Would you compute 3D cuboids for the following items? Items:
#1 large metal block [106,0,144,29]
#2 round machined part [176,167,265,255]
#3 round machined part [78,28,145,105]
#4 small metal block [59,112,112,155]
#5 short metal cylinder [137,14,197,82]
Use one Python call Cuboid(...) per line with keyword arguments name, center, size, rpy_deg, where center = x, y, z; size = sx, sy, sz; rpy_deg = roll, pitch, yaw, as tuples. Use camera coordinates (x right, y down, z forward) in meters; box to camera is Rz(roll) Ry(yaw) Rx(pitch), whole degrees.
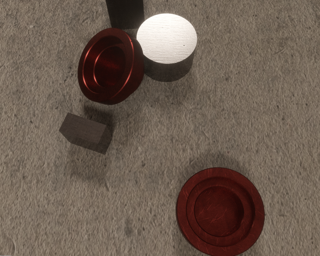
Cuboid(name="large metal block", center=(-0.052, -0.203, 0.452), size=(0.050, 0.080, 0.080), rpy_deg=(-5, 70, -2))
Cuboid(name="round machined part", center=(0.068, 0.098, 0.364), size=(0.099, 0.042, 0.098), rpy_deg=(0, 70, -1))
Cuboid(name="round machined part", center=(-0.060, -0.078, 0.411), size=(0.098, 0.042, 0.097), rpy_deg=(-6, 79, 34))
Cuboid(name="small metal block", center=(-0.092, 0.008, 0.391), size=(0.050, 0.050, 0.025), rpy_deg=(18, 71, 6))
Cuboid(name="short metal cylinder", center=(0.009, -0.112, 0.436), size=(0.081, 0.050, 0.080), rpy_deg=(0, 70, -1))
